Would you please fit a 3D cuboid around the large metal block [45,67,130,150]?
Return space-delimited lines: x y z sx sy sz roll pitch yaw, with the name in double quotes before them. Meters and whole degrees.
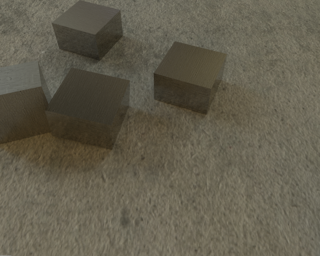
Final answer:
"large metal block" -0.089 -0.026 0.403 0.080 0.050 0.080 13 51 3

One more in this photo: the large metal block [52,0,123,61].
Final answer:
"large metal block" -0.120 -0.167 0.526 0.080 0.050 0.080 19 52 15

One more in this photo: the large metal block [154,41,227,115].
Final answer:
"large metal block" 0.044 -0.074 0.450 0.080 0.050 0.080 18 52 14

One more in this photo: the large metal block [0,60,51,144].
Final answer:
"large metal block" -0.182 -0.031 0.391 0.081 0.080 0.050 -15 52 -12
